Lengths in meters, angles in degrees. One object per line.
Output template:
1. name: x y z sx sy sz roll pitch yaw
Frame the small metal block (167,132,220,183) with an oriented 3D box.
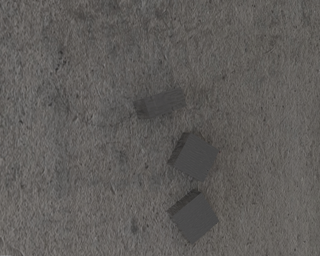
1. small metal block: 0.046 0.040 0.426 0.050 0.025 0.050 31 80 -18

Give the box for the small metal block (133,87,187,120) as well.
1. small metal block: -0.001 -0.031 0.395 0.050 0.050 0.025 -20 97 -19

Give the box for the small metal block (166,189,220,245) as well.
1. small metal block: 0.045 0.121 0.426 0.050 0.025 0.050 -35 102 -17
